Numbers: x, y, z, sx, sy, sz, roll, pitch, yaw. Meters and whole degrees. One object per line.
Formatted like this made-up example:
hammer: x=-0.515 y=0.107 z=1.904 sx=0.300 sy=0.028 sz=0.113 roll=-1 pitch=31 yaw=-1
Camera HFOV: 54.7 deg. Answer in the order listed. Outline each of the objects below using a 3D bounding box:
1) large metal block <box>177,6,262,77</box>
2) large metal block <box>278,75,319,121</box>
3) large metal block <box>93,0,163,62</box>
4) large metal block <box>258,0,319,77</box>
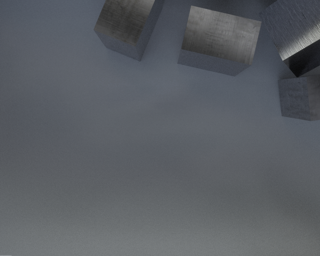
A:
large metal block: x=0.068 y=-0.103 z=0.384 sx=0.080 sy=0.080 sz=0.050 roll=13 pitch=90 yaw=0
large metal block: x=0.204 y=-0.042 z=0.383 sx=0.080 sy=0.080 sz=0.050 roll=-8 pitch=96 yaw=0
large metal block: x=-0.035 y=-0.137 z=0.383 sx=0.050 sy=0.080 sz=0.080 roll=23 pitch=90 yaw=0
large metal block: x=0.177 y=-0.121 z=0.368 sx=0.080 sy=0.050 sz=0.080 roll=-31 pitch=56 yaw=29
